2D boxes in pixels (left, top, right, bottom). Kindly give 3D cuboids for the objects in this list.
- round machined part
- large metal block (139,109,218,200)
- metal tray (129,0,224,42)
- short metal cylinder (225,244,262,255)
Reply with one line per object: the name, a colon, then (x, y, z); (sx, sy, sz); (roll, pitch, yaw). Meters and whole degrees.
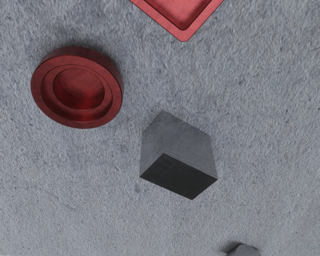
round machined part: (-0.090, -0.049, 0.353); (0.099, 0.042, 0.097); (0, 130, 0)
large metal block: (0.022, 0.034, 0.401); (0.080, 0.080, 0.050); (28, 125, -22)
metal tray: (0.003, -0.155, 0.286); (0.130, 0.030, 0.090); (33, 120, -20)
short metal cylinder: (0.166, 0.279, 0.611); (0.080, 0.080, 0.050); (23, 126, -19)
